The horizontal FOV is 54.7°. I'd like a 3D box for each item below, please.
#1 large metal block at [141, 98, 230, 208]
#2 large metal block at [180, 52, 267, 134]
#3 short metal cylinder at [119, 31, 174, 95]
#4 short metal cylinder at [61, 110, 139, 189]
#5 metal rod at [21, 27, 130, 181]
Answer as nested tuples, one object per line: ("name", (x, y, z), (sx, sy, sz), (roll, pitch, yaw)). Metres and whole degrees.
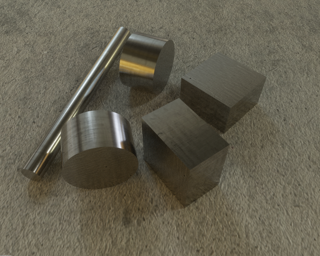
("large metal block", (0.024, 0.028, 0.344), (0.050, 0.080, 0.080), (-29, 56, -22))
("large metal block", (0.085, -0.052, 0.431), (0.080, 0.050, 0.080), (37, 59, 26))
("short metal cylinder", (-0.017, -0.093, 0.445), (0.050, 0.080, 0.080), (18, 52, 14))
("short metal cylinder", (-0.068, 0.026, 0.345), (0.081, 0.080, 0.050), (-10, 51, -8))
("metal rod", (-0.106, -0.056, 0.449), (0.025, 0.025, 0.300), (13, 51, 10))
